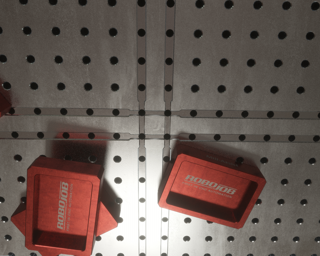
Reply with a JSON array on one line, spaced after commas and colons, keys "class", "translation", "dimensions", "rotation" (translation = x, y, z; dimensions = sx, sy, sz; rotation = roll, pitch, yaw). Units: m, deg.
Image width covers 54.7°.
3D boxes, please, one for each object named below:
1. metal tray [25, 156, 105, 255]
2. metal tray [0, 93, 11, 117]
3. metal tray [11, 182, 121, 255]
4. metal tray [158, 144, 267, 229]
[{"class": "metal tray", "translation": [-0.128, 0.107, 0.415], "dimensions": [0.091, 0.030, 0.129], "rotation": [9, 110, -4]}, {"class": "metal tray", "translation": [-0.275, -0.023, 0.398], "dimensions": [0.130, 0.030, 0.090], "rotation": [-31, 108, 10]}, {"class": "metal tray", "translation": [-0.137, 0.129, 0.457], "dimensions": [0.130, 0.030, 0.090], "rotation": [-28, 108, 9]}, {"class": "metal tray", "translation": [0.071, 0.085, 0.443], "dimensions": [0.131, 0.030, 0.089], "rotation": [18, 109, -7]}]
